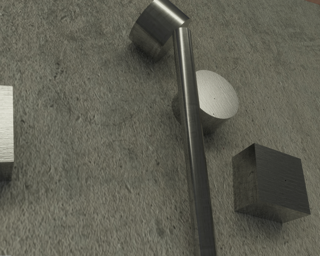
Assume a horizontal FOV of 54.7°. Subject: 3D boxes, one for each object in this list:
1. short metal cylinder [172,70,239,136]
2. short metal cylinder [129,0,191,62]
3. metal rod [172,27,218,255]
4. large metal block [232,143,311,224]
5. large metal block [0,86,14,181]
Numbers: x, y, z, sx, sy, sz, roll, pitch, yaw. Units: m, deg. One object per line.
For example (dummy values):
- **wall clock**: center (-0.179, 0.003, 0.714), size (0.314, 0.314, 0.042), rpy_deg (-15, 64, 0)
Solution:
- **short metal cylinder**: center (0.064, -0.036, 0.444), size (0.081, 0.050, 0.080), rpy_deg (14, 56, -21)
- **short metal cylinder**: center (0.000, -0.145, 0.457), size (0.050, 0.080, 0.080), rpy_deg (41, 51, 0)
- **metal rod**: center (0.041, 0.016, 0.375), size (0.025, 0.025, 0.299), rpy_deg (3, 73, -27)
- **large metal block**: center (0.148, 0.076, 0.421), size (0.081, 0.050, 0.080), rpy_deg (18, 55, -18)
- **large metal block**: center (-0.182, 0.006, 0.287), size (0.081, 0.050, 0.080), rpy_deg (1, 62, -28)
